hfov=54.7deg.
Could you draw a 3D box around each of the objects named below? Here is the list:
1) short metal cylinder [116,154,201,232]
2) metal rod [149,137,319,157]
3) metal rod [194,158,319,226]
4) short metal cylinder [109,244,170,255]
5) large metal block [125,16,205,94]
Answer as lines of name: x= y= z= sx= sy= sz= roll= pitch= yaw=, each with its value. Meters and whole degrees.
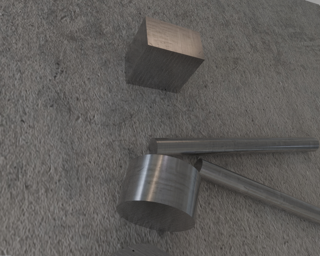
short metal cylinder: x=0.000 y=0.070 z=0.326 sx=0.080 sy=0.080 sz=0.050 roll=23 pitch=53 yaw=-14
metal rod: x=0.125 y=0.026 z=0.454 sx=0.303 sy=0.025 sz=0.025 roll=1 pitch=62 yaw=-28
metal rod: x=0.183 y=0.108 z=0.435 sx=0.302 sy=0.025 sz=0.025 roll=23 pitch=53 yaw=-14
short metal cylinder: x=-0.024 y=0.152 z=0.282 sx=0.081 sy=0.050 sz=0.080 roll=14 pitch=56 yaw=-21
large metal block: x=0.003 y=-0.097 z=0.430 sx=0.081 sy=0.080 sz=0.050 roll=8 pitch=58 yaw=-24
